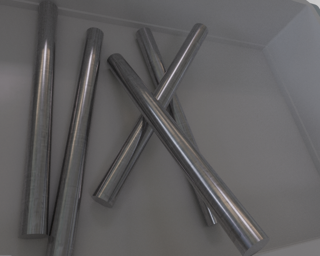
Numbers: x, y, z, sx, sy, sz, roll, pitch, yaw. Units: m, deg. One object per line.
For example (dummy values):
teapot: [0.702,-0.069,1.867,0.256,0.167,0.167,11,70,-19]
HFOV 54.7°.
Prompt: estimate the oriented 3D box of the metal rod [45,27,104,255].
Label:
metal rod: [-0.092,-0.004,0.358,0.025,0.025,0.299,14,56,-21]

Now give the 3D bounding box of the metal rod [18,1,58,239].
metal rod: [-0.134,-0.032,0.352,0.025,0.025,0.299,6,59,-25]

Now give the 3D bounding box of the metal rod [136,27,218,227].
metal rod: [0.022,-0.016,0.426,0.025,0.025,0.299,-6,65,-31]

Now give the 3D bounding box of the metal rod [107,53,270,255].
metal rod: [0.006,0.000,0.335,0.025,0.025,0.300,-6,42,-31]

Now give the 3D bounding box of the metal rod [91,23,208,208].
metal rod: [0.001,-0.036,0.401,0.025,0.025,0.300,33,60,-7]
